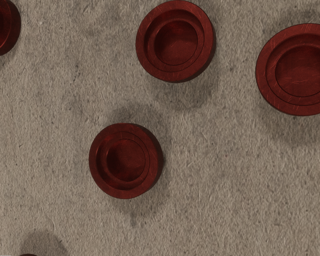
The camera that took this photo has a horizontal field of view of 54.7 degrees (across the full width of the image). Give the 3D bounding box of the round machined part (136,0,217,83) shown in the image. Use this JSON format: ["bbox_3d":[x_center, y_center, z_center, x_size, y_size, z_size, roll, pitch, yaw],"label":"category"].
[{"bbox_3d":[0.022,-0.105,0.391,0.098,0.042,0.097,0,90,19],"label":"round machined part"}]

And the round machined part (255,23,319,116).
[{"bbox_3d":[0.158,-0.061,0.344,0.098,0.042,0.097,0,90,19],"label":"round machined part"}]

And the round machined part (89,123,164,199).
[{"bbox_3d":[-0.042,0.042,0.414,0.098,0.042,0.097,0,90,19],"label":"round machined part"}]

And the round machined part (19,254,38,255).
[{"bbox_3d":[-0.192,0.238,0.466,0.098,0.042,0.097,0,90,19],"label":"round machined part"}]

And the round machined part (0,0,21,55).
[{"bbox_3d":[-0.277,-0.168,0.495,0.098,0.042,0.097,0,90,19],"label":"round machined part"}]
